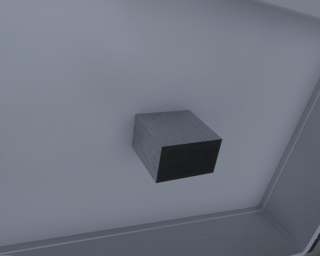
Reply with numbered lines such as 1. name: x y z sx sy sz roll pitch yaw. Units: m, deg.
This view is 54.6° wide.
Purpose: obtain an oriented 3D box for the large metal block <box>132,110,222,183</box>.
1. large metal block: 0.018 0.019 0.394 0.081 0.080 0.050 -6 121 -26
